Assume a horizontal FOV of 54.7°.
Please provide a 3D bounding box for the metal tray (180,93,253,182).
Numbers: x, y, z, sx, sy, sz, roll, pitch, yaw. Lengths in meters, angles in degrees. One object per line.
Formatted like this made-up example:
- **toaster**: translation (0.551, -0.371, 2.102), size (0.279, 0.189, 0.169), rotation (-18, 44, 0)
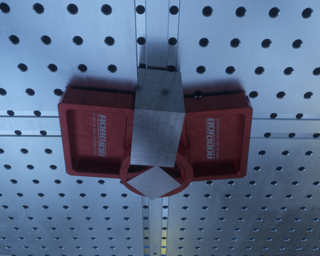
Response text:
- **metal tray**: translation (0.072, 0.018, 0.419), size (0.091, 0.030, 0.129), rotation (-5, 130, 4)

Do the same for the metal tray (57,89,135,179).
- **metal tray**: translation (-0.081, 0.013, 0.413), size (0.091, 0.030, 0.129), rotation (5, 130, -4)

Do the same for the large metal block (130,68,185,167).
- **large metal block**: translation (-0.005, -0.012, 0.360), size (0.050, 0.080, 0.079), rotation (5, 130, -4)

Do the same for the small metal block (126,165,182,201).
- **small metal block**: translation (-0.007, 0.063, 0.405), size (0.050, 0.025, 0.050), rotation (-32, 124, 24)

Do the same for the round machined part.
- **round machined part**: translation (-0.004, 0.049, 0.425), size (0.099, 0.042, 0.097), rotation (0, 130, 0)
